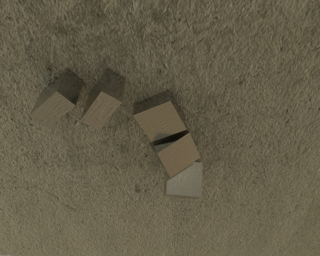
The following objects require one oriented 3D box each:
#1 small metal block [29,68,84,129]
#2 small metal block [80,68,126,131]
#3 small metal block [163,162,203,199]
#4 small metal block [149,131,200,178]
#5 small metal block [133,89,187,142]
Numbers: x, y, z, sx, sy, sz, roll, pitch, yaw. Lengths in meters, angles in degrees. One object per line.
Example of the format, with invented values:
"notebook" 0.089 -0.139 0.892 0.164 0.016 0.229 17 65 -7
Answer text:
"small metal block" -0.119 -0.035 0.360 0.050 0.050 0.025 -33 123 25
"small metal block" -0.066 -0.034 0.361 0.025 0.050 0.050 29 124 -22
"small metal block" 0.034 0.075 0.451 0.050 0.050 0.025 7 159 -6
"small metal block" 0.021 0.031 0.421 0.050 0.025 0.050 -33 128 -8
"small metal block" 0.001 -0.015 0.395 0.050 0.025 0.050 -21 128 16
